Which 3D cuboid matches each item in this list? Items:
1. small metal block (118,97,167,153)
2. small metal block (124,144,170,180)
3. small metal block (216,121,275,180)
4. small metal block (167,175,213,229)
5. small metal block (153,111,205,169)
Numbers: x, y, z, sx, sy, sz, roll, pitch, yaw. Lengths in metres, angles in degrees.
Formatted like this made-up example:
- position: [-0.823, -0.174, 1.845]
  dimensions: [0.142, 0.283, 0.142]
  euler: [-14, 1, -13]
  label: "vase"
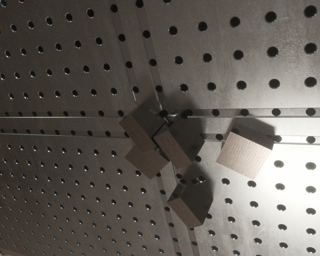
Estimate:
- position: [-0.017, -0.004, 0.400]
  dimensions: [0.025, 0.050, 0.050]
  euler: [-31, 102, 37]
  label: "small metal block"
- position: [-0.015, 0.038, 0.441]
  dimensions: [0.050, 0.025, 0.050]
  euler: [41, 129, 0]
  label: "small metal block"
- position: [0.102, 0.028, 0.374]
  dimensions: [0.050, 0.025, 0.050]
  euler: [26, 127, 12]
  label: "small metal block"
- position: [0.043, 0.103, 0.435]
  dimensions: [0.025, 0.050, 0.050]
  euler: [-31, 101, 38]
  label: "small metal block"
- position: [0.025, 0.015, 0.390]
  dimensions: [0.025, 0.050, 0.050]
  euler: [-28, 103, 37]
  label: "small metal block"
